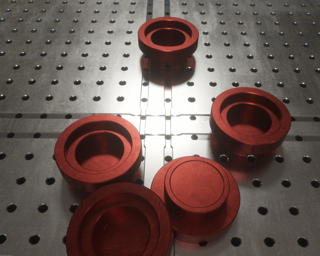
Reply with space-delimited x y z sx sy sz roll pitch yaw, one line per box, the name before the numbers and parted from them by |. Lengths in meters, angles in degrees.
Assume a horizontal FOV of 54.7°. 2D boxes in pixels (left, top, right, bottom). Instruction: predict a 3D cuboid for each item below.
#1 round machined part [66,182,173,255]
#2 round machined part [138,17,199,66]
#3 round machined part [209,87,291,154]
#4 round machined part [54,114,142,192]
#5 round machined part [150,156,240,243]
round machined part | -0.036 0.106 0.301 0.099 0.042 0.098 -4 55 5
round machined part | 0.013 -0.140 0.515 0.099 0.042 0.098 0 50 0
round machined part | 0.113 -0.005 0.402 0.099 0.042 0.098 0 50 0
round machined part | -0.070 0.033 0.368 0.099 0.042 0.098 0 50 0
round machined part | 0.039 0.070 0.338 0.099 0.042 0.098 0 50 0
